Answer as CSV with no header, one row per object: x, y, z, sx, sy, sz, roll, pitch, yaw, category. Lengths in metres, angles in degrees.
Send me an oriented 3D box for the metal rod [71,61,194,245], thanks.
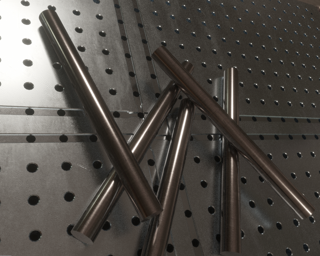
-0.017,0.006,0.396,0.025,0.025,0.301,35,51,-6,metal rod

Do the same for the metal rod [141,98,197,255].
0.008,0.081,0.364,0.025,0.025,0.300,26,52,-13,metal rod

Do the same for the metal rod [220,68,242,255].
0.103,0.027,0.449,0.025,0.025,0.300,21,54,-16,metal rod

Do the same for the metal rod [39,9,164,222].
-0.079,-0.031,0.364,0.025,0.025,0.299,-15,63,-35,metal rod

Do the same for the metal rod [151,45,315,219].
0.097,0.002,0.427,0.300,0.025,0.025,48,51,5,metal rod
